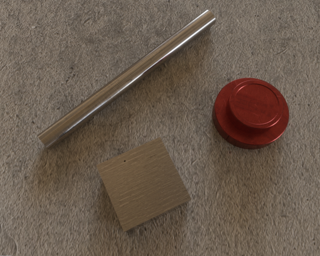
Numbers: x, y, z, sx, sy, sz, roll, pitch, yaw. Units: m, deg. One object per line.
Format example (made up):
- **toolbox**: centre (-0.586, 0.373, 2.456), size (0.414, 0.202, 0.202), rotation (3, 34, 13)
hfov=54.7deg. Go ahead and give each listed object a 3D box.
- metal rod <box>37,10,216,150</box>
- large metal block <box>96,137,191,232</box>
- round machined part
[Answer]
- **metal rod**: centre (-0.037, -0.074, 0.435), size (0.301, 0.025, 0.025), rotation (-40, 75, -13)
- **large metal block**: centre (-0.019, 0.069, 0.370), size (0.080, 0.050, 0.080), rotation (-24, 72, -9)
- **round machined part**: centre (0.122, -0.024, 0.409), size (0.099, 0.042, 0.098), rotation (0, 70, 0)
